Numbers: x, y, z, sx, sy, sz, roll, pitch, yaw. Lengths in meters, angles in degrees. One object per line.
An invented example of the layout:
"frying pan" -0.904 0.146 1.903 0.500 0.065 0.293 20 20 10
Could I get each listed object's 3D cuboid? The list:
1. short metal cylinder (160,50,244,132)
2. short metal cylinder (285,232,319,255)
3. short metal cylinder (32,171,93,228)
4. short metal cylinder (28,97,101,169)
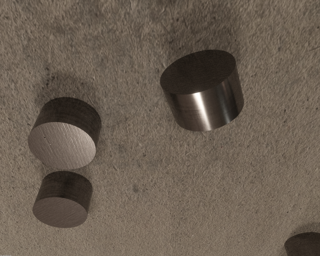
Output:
"short metal cylinder" 0.046 -0.042 0.336 0.080 0.080 0.050 -15 129 12
"short metal cylinder" 0.293 0.248 0.607 0.081 0.050 0.079 0 130 0
"short metal cylinder" -0.150 0.113 0.484 0.081 0.050 0.079 0 130 0
"short metal cylinder" -0.119 0.007 0.395 0.081 0.050 0.079 0 130 0
